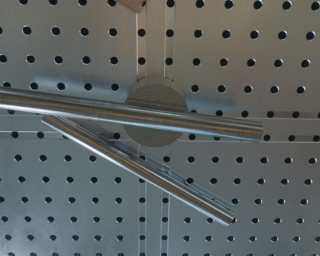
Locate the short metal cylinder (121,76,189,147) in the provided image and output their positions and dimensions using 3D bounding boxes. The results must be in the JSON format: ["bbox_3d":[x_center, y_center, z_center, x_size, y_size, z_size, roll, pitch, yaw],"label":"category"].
[{"bbox_3d":[-0.006,-0.022,0.392,0.081,0.050,0.079,0,110,-1],"label":"short metal cylinder"}]

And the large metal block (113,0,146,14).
[{"bbox_3d":[-0.041,-0.181,0.333,0.080,0.050,0.080,29,107,-11],"label":"large metal block"}]

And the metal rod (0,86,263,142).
[{"bbox_3d":[-0.034,-0.015,0.353,0.302,0.025,0.025,8,110,-4],"label":"metal rod"}]

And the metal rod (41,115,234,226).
[{"bbox_3d":[-0.023,0.059,0.434,0.301,0.025,0.025,31,107,-12],"label":"metal rod"}]
